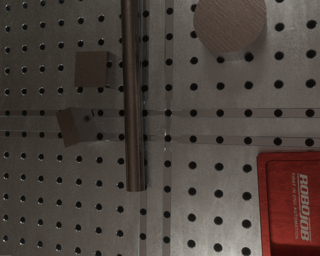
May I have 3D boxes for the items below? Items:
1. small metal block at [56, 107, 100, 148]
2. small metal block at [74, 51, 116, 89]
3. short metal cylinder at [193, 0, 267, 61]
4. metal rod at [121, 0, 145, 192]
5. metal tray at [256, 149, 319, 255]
[{"bbox_3d":[-0.115,-0.001,0.438,0.025,0.050,0.050,-20,84,19],"label":"small metal block"},{"bbox_3d":[-0.093,-0.082,0.444,0.050,0.025,0.050,4,91,19],"label":"small metal block"},{"bbox_3d":[0.085,-0.124,0.369,0.080,0.050,0.079,0,90,19],"label":"short metal cylinder"},{"bbox_3d":[-0.038,-0.064,0.424,0.025,0.025,0.298,-2,89,19],"label":"metal rod"},{"bbox_3d":[0.161,0.090,0.353,0.090,0.030,0.129,-3,89,19],"label":"metal tray"}]
